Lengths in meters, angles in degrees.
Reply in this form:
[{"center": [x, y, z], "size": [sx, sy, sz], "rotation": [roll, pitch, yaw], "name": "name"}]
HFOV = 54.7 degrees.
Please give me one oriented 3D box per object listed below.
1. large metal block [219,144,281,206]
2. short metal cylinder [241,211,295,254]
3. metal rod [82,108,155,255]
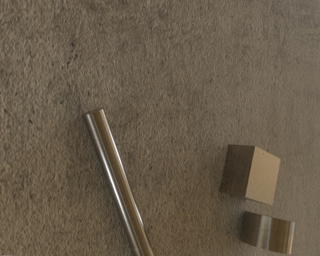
[{"center": [0.151, 0.078, 0.515], "size": [0.080, 0.050, 0.080], "rotation": [24, 75, -38], "name": "large metal block"}, {"center": [0.180, 0.173, 0.520], "size": [0.080, 0.080, 0.050], "rotation": [20, 77, -38], "name": "short metal cylinder"}, {"center": [-0.032, 0.120, 0.378], "size": [0.025, 0.025, 0.298], "rotation": [-28, 107, -37], "name": "metal rod"}]
